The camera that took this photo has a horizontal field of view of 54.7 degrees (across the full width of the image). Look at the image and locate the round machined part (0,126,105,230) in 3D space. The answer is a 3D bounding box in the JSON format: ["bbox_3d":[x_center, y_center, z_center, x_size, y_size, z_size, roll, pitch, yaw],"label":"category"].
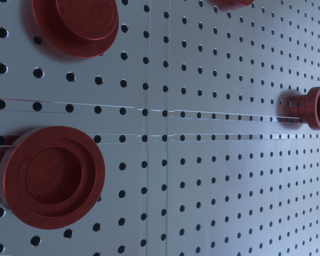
[{"bbox_3d":[-0.108,0.046,0.309,0.099,0.042,0.097,0,90,-40],"label":"round machined part"}]

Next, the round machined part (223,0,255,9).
[{"bbox_3d":[0.137,-0.253,0.515,0.099,0.042,0.097,0,90,-40],"label":"round machined part"}]

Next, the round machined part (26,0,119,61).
[{"bbox_3d":[-0.085,-0.123,0.328,0.099,0.042,0.097,0,90,-40],"label":"round machined part"}]

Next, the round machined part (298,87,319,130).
[{"bbox_3d":[0.346,-0.043,0.693,0.099,0.042,0.097,0,90,-40],"label":"round machined part"}]
